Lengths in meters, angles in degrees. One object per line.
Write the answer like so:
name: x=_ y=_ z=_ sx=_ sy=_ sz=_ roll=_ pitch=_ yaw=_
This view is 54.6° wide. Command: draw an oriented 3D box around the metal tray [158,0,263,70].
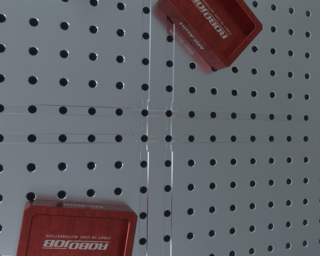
metal tray: x=0.073 y=-0.158 z=0.436 sx=0.130 sy=0.030 sz=0.090 roll=45 pitch=76 yaw=-15

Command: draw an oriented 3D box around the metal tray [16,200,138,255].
metal tray: x=-0.099 y=0.139 z=0.373 sx=0.131 sy=0.030 sz=0.090 roll=10 pitch=87 yaw=-20
